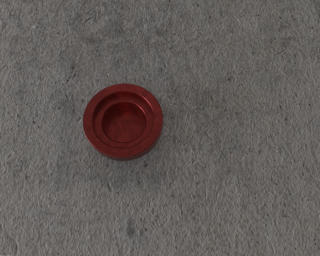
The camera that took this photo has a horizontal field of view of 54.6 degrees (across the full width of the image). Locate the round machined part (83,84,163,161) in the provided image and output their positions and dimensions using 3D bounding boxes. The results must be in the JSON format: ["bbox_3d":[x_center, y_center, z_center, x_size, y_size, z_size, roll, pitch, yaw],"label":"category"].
[{"bbox_3d":[-0.045,-0.005,0.401,0.099,0.042,0.098,0,70,0],"label":"round machined part"}]
